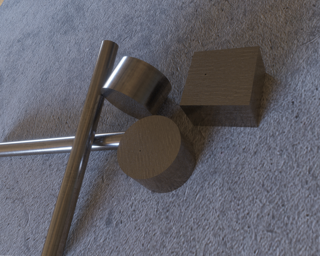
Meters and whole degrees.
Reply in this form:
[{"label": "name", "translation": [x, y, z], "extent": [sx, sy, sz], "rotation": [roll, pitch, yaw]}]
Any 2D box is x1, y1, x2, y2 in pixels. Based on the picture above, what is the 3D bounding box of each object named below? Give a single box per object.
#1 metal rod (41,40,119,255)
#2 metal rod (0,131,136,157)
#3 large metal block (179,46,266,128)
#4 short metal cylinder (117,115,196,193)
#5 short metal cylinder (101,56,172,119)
[{"label": "metal rod", "translation": [-0.103, 0.020, 0.414], "extent": [0.025, 0.025, 0.299], "rotation": [3, 73, 30]}, {"label": "metal rod", "translation": [-0.164, 0.027, 0.473], "extent": [0.300, 0.025, 0.025], "rotation": [-5, 59, 25]}, {"label": "large metal block", "translation": [0.078, -0.048, 0.376], "extent": [0.080, 0.050, 0.080], "rotation": [2, 63, 29]}, {"label": "short metal cylinder", "translation": [-0.003, 0.032, 0.370], "extent": [0.080, 0.050, 0.080], "rotation": [-13, 56, 21]}, {"label": "short metal cylinder", "translation": [-0.032, -0.051, 0.416], "extent": [0.080, 0.080, 0.050], "rotation": [18, 72, 35]}]
